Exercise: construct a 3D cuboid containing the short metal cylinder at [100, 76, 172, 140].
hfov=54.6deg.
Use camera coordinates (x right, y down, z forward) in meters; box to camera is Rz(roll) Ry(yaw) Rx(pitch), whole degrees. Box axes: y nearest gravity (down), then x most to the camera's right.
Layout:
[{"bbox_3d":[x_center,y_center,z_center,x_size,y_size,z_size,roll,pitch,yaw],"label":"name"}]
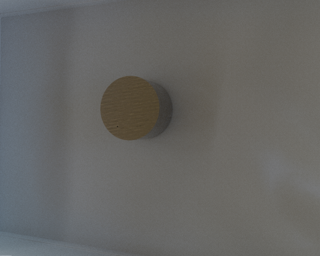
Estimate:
[{"bbox_3d":[-0.030,-0.025,0.406,0.080,0.050,0.080,0,90,20],"label":"short metal cylinder"}]
